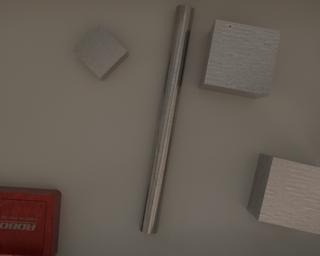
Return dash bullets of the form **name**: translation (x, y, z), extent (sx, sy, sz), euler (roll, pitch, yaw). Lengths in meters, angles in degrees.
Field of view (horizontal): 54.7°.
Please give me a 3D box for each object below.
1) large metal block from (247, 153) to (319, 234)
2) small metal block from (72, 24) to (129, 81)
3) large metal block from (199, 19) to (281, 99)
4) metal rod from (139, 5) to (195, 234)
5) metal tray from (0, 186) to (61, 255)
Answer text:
- **large metal block**: translation (0.168, 0.083, 0.401), extent (0.080, 0.050, 0.080), euler (13, 90, -1)
- **small metal block**: translation (-0.078, -0.099, 0.410), extent (0.050, 0.025, 0.050), euler (45, 90, -1)
- **large metal block**: translation (0.100, -0.086, 0.400), extent (0.080, 0.050, 0.080), euler (10, 90, -1)
- **metal rod**: translation (0.009, -0.011, 0.411), extent (0.025, 0.025, 0.298), euler (9, 90, -1)
- **metal tray**: translation (-0.202, 0.125, 0.406), extent (0.131, 0.030, 0.089), euler (4, 90, -1)
